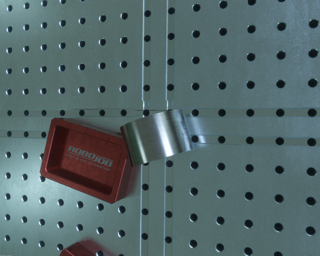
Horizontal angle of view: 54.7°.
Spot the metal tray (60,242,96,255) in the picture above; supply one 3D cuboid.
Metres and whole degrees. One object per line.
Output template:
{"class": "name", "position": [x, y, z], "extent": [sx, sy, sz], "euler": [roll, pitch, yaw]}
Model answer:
{"class": "metal tray", "position": [-0.099, 0.240, 0.444], "extent": [0.130, 0.030, 0.090], "euler": [29, 99, 17]}

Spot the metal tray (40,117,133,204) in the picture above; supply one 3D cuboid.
{"class": "metal tray", "position": [-0.104, 0.044, 0.446], "extent": [0.130, 0.030, 0.089], "euler": [16, 95, 19]}

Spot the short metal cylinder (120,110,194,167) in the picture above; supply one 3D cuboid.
{"class": "short metal cylinder", "position": [-0.004, 0.013, 0.385], "extent": [0.080, 0.080, 0.050], "euler": [-18, 84, 19]}
